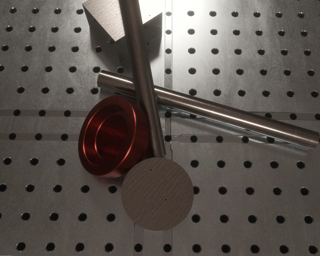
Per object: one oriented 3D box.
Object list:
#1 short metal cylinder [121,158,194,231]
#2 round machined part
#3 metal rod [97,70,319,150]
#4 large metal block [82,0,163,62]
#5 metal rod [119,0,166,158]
[{"bbox_3d":[-0.004,0.079,0.366,0.081,0.050,0.080,1,73,-4],"label":"short metal cylinder"},{"bbox_3d":[-0.052,0.013,0.380,0.098,0.042,0.098,-15,65,35],"label":"round machined part"},{"bbox_3d":[0.060,-0.026,0.422,0.301,0.025,0.025,17,71,5],"label":"metal rod"},{"bbox_3d":[-0.053,-0.160,0.456,0.080,0.050,0.080,-37,74,-13],"label":"large metal block"},{"bbox_3d":[-0.030,-0.110,0.406,0.025,0.025,0.298,-10,87,-4],"label":"metal rod"}]
